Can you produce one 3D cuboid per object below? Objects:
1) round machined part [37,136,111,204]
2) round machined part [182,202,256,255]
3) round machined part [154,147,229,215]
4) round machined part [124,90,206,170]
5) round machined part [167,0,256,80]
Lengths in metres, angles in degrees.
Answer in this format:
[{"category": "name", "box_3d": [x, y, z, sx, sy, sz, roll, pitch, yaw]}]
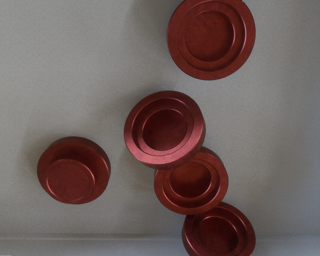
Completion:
[{"category": "round machined part", "box_3d": [-0.120, 0.064, 0.425, 0.099, 0.042, 0.097, 0, 110, 0]}, {"category": "round machined part", "box_3d": [0.079, 0.154, 0.434, 0.099, 0.098, 0.042, 7, 131, -3]}, {"category": "round machined part", "box_3d": [0.041, 0.067, 0.427, 0.099, 0.042, 0.097, 0, 110, 0]}, {"category": "round machined part", "box_3d": [0.008, 0.006, 0.386, 0.098, 0.098, 0.042, -22, 151, 7]}, {"category": "round machined part", "box_3d": [0.057, -0.108, 0.363, 0.099, 0.042, 0.097, 0, 110, 0]}]
